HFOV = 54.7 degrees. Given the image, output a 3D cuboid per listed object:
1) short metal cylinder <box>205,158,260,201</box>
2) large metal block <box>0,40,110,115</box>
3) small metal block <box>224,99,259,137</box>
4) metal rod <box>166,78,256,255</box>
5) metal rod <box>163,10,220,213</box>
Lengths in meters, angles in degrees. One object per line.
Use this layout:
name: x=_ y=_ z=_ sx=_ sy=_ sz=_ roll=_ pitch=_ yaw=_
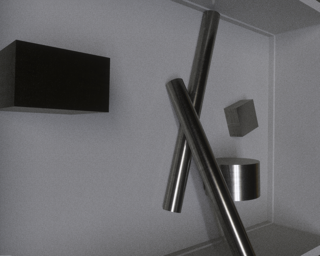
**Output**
short metal cylinder: x=0.108 y=0.074 z=0.465 sx=0.081 sy=0.080 sz=0.050 roll=-3 pitch=92 yaw=-40
large metal block: x=-0.103 y=-0.040 z=0.286 sx=0.081 sy=0.080 sz=0.050 roll=2 pitch=89 yaw=-40
small metal block: x=0.139 y=-0.017 z=0.526 sx=0.050 sy=0.025 sz=0.050 roll=-26 pitch=106 yaw=-37
metal rod: x=0.069 y=0.071 z=0.382 sx=0.025 sy=0.025 sz=0.299 roll=-4 pitch=66 yaw=-40
metal rod: x=0.048 y=-0.030 z=0.449 sx=0.025 sy=0.025 sz=0.299 roll=21 pitch=77 yaw=-39
